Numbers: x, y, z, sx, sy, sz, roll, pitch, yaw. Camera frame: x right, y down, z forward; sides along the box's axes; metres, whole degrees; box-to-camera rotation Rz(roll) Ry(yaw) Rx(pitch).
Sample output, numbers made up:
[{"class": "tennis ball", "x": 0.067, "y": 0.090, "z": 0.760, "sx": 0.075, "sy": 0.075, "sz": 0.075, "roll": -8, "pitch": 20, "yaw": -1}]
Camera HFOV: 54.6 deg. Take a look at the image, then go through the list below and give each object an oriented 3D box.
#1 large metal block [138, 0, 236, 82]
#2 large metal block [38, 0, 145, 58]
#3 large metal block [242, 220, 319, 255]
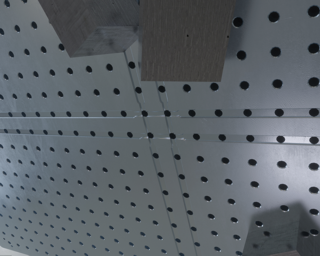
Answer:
[{"class": "large metal block", "x": 0.021, "y": -0.093, "z": 0.305, "sx": 0.081, "sy": 0.050, "sz": 0.079, "roll": -1, "pitch": 124, "yaw": -8}, {"class": "large metal block", "x": -0.069, "y": -0.125, "z": 0.324, "sx": 0.050, "sy": 0.081, "sz": 0.080, "roll": -33, "pitch": 85, "yaw": 38}, {"class": "large metal block", "x": 0.170, "y": 0.180, "z": 0.417, "sx": 0.080, "sy": 0.050, "sz": 0.080, "roll": -32, "pitch": 101, "yaw": 38}]
